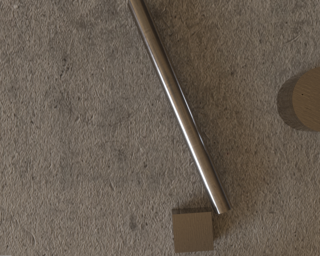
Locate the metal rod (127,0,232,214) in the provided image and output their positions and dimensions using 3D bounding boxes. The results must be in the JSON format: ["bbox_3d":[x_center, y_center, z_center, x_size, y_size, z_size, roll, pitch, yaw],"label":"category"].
[{"bbox_3d":[0.026,-0.030,0.410,0.025,0.025,0.299,-23,90,0],"label":"metal rod"}]

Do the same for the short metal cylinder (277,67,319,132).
[{"bbox_3d":[0.200,-0.035,0.399,0.081,0.050,0.079,0,90,0],"label":"short metal cylinder"}]

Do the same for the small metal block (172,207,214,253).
[{"bbox_3d":[0.043,0.134,0.410,0.050,0.025,0.050,-4,90,0],"label":"small metal block"}]
